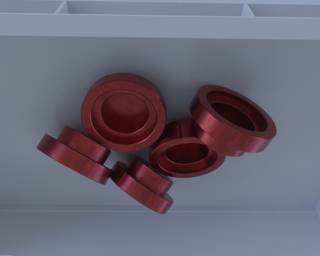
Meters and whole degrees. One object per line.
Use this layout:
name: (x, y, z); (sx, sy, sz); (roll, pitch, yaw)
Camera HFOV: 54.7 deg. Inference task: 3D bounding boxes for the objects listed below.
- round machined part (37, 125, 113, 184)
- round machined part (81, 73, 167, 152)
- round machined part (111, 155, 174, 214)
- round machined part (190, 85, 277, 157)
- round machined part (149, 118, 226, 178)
round machined part: (-0.103, 0.031, 0.401); (0.098, 0.098, 0.042); (35, 78, -26)
round machined part: (-0.042, -0.022, 0.374); (0.099, 0.042, 0.097); (-1, 123, -1)
round machined part: (-0.020, 0.074, 0.436); (0.098, 0.098, 0.042); (36, 87, -27)
round machined part: (0.078, -0.005, 0.356); (0.099, 0.098, 0.042); (17, 123, -14)
round machined part: (0.035, 0.024, 0.410); (0.099, 0.042, 0.097); (-2, 142, -1)
